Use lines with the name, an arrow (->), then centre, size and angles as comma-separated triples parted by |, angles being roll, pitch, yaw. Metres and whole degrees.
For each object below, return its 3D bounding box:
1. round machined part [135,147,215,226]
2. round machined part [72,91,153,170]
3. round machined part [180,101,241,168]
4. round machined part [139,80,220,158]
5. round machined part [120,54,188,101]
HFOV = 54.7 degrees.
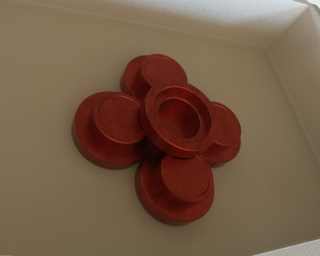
round machined part -> 0.024, 0.061, 0.367 | 0.099, 0.042, 0.098 | 15, 54, -21
round machined part -> -0.050, -0.003, 0.366 | 0.099, 0.042, 0.098 | 14, 56, -21
round machined part -> 0.072, 0.002, 0.429 | 0.099, 0.042, 0.098 | 14, 56, -21
round machined part -> 0.020, -0.008, 0.381 | 0.099, 0.042, 0.098 | 14, 56, -21
round machined part -> -0.001, -0.063, 0.428 | 0.099, 0.042, 0.098 | 14, 56, -21
